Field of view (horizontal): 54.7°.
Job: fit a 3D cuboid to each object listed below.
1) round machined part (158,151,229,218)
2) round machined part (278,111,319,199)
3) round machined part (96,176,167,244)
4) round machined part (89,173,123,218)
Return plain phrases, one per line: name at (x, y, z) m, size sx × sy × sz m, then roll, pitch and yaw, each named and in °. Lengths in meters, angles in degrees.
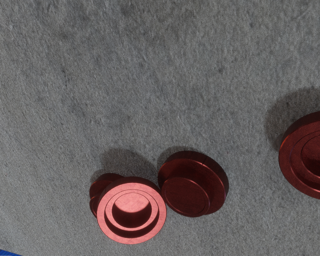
round machined part at (0.041, 0.083, 0.424) m, size 0.098 × 0.042 × 0.097 m, roll 13°, pitch 124°, yaw 20°
round machined part at (0.176, 0.024, 0.318) m, size 0.098 × 0.042 × 0.097 m, roll 13°, pitch 124°, yaw 20°
round machined part at (-0.041, 0.116, 0.454) m, size 0.099 × 0.042 × 0.097 m, roll -2°, pitch 104°, yaw -6°
round machined part at (-0.076, 0.126, 0.512) m, size 0.098 × 0.042 × 0.097 m, roll 13°, pitch 124°, yaw 20°
